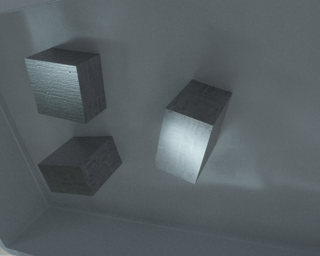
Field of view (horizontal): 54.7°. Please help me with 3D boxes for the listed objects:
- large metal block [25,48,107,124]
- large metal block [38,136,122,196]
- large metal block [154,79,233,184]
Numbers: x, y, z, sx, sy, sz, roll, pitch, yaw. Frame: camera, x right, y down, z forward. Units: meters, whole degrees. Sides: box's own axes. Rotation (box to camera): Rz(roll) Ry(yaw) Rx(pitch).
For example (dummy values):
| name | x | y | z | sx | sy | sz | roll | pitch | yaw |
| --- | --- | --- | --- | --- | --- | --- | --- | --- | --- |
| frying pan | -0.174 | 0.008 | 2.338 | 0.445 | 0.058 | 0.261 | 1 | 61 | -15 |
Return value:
| name | x | y | z | sx | sy | sz | roll | pitch | yaw |
| --- | --- | --- | --- | --- | --- | --- | --- | --- | --- |
| large metal block | -0.125 | -0.059 | 0.420 | 0.080 | 0.050 | 0.079 | 12 | 124 | 21 |
| large metal block | -0.118 | 0.054 | 0.467 | 0.080 | 0.080 | 0.050 | -2 | 118 | 29 |
| large metal block | 0.038 | 0.002 | 0.353 | 0.050 | 0.080 | 0.079 | 21 | 126 | 15 |
